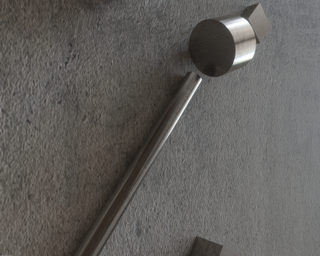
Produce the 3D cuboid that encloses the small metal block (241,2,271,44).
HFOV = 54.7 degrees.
[{"bbox_3d":[0.166,-0.183,0.546,0.050,0.025,0.050,51,60,-28],"label":"small metal block"}]

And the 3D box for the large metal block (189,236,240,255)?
[{"bbox_3d":[0.081,0.220,0.460,0.080,0.050,0.080,40,65,-33],"label":"large metal block"}]

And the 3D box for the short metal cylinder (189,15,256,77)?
[{"bbox_3d":[0.089,-0.118,0.446,0.050,0.080,0.080,-26,107,-37],"label":"short metal cylinder"}]

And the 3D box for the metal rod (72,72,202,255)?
[{"bbox_3d":[-0.023,0.045,0.387,0.025,0.025,0.300,47,62,-31],"label":"metal rod"}]
